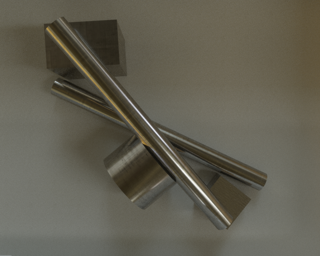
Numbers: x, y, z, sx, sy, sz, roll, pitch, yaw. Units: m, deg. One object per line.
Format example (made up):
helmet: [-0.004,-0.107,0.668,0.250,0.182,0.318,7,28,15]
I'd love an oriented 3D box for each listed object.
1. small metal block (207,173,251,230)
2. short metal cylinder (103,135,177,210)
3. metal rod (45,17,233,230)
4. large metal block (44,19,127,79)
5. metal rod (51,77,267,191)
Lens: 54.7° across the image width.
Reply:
small metal block: [0.082,0.096,0.411,0.050,0.025,0.050,38,90,-1]
short metal cylinder: [-0.023,0.052,0.381,0.050,0.080,0.080,-40,91,0]
metal rod: [-0.014,0.005,0.352,0.025,0.025,0.300,-40,103,0]
large metal block: [-0.087,-0.093,0.382,0.081,0.080,0.050,-4,90,-1]
metal rod: [0.000,0.008,0.410,0.301,0.025,0.025,25,90,-1]
